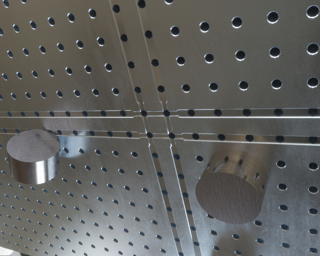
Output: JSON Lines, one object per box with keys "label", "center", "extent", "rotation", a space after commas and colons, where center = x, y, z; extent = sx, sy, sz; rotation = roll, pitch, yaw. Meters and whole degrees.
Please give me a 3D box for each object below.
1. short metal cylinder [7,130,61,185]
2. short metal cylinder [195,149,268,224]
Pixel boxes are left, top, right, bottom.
{"label": "short metal cylinder", "center": [-0.208, 0.047, 0.514], "extent": [0.080, 0.080, 0.050], "rotation": [24, 127, 14]}
{"label": "short metal cylinder", "center": [0.091, 0.074, 0.393], "extent": [0.080, 0.050, 0.079], "rotation": [13, 124, 21]}
